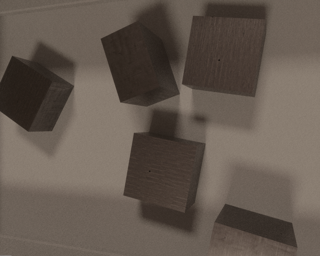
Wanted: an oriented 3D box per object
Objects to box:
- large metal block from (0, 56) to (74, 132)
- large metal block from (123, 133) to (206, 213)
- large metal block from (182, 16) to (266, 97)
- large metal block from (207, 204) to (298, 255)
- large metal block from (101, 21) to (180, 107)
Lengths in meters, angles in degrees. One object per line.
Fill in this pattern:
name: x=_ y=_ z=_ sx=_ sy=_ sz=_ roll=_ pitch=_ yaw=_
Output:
large metal block: x=-0.190 y=-0.049 z=0.462 sx=0.080 sy=0.050 sz=0.080 roll=32 pitch=100 yaw=17
large metal block: x=0.007 y=0.052 z=0.394 sx=0.080 sy=0.050 sz=0.079 roll=11 pitch=94 yaw=19
large metal block: x=0.078 y=-0.084 z=0.370 sx=0.080 sy=0.050 sz=0.079 roll=10 pitch=93 yaw=19
large metal block: x=0.102 y=0.129 z=0.345 sx=0.080 sy=0.080 sz=0.050 roll=13 pitch=94 yaw=19
large metal block: x=-0.021 y=-0.075 z=0.388 sx=0.050 sy=0.080 sz=0.080 roll=-20 pitch=84 yaw=19
